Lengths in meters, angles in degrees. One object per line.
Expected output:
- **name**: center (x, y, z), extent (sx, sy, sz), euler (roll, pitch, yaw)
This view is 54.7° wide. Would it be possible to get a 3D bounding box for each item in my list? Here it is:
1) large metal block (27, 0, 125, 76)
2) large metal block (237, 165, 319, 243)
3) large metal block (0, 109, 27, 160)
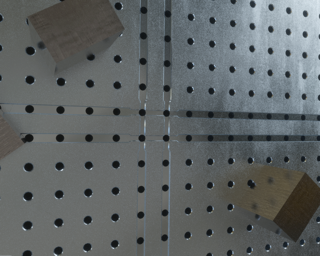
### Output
- **large metal block**: center (-0.096, -0.106, 0.348), extent (0.080, 0.080, 0.050), euler (-33, 101, -17)
- **large metal block**: center (0.173, 0.105, 0.450), extent (0.050, 0.080, 0.080), euler (44, 76, -15)
- **large metal block**: center (-0.202, 0.008, 0.325), extent (0.080, 0.050, 0.080), euler (-38, 103, -16)
